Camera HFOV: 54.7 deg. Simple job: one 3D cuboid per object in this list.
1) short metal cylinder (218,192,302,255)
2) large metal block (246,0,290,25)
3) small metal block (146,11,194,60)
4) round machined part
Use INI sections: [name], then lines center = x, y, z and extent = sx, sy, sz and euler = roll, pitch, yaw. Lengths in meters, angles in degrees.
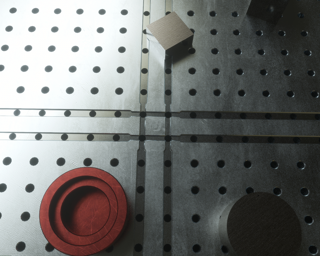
[short metal cylinder]
center = 0.112, 0.117, 0.357
extent = 0.081, 0.050, 0.080
euler = 0, 70, 0
[large metal block]
center = 0.177, -0.219, 0.465
extent = 0.050, 0.080, 0.080
euler = 24, 72, 8
[small metal block]
center = 0.014, -0.138, 0.463
extent = 0.050, 0.025, 0.050
euler = -32, 74, -11
[round machined part]
center = -0.085, 0.098, 0.366
extent = 0.099, 0.042, 0.098
euler = 0, 70, -1
